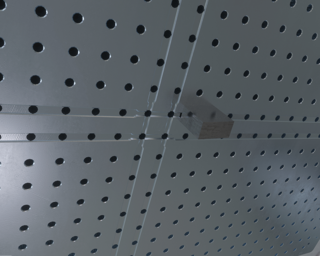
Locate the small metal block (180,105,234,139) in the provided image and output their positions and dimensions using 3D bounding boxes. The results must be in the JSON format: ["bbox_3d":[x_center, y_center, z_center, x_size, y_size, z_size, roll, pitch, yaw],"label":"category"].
[{"bbox_3d":[0.063,-0.009,0.423,0.050,0.050,0.025,-2,119,-28],"label":"small metal block"}]
